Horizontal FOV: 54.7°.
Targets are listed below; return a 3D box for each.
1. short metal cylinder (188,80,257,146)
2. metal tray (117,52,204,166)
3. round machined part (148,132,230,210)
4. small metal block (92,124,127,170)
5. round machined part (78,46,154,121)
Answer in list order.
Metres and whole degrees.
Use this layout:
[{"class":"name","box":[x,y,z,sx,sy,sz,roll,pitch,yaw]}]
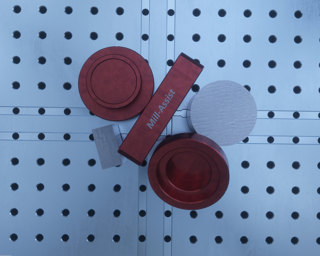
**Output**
[{"class":"short metal cylinder","box":[0.077,-0.018,0.397,0.081,0.050,0.079,0,90,0]},{"class":"metal tray","box":[0.001,-0.021,0.377,0.030,0.090,0.130,33,90,0]},{"class":"round machined part","box":[0.037,0.050,0.390,0.098,0.042,0.097,4,112,9]},{"class":"small metal block","box":[-0.063,0.023,0.396,0.025,0.050,0.050,-15,90,0]},{"class":"round machined part","box":[-0.057,-0.057,0.400,0.099,0.042,0.097,0,90,0]}]
